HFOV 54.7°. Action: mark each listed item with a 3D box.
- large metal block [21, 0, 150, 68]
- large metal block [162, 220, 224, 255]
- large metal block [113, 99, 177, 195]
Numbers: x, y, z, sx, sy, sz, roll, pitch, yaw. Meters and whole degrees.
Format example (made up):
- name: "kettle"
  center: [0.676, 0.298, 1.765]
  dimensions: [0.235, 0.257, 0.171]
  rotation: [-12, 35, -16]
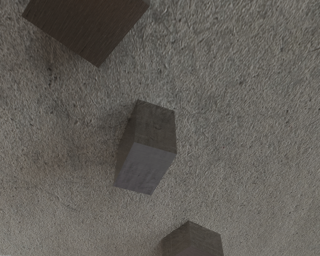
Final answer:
- name: "large metal block"
  center: [-0.066, -0.118, 0.289]
  dimensions: [0.080, 0.050, 0.080]
  rotation: [33, 123, -25]
- name: "large metal block"
  center: [0.061, 0.228, 0.586]
  dimensions: [0.080, 0.050, 0.080]
  rotation: [30, 124, -23]
- name: "large metal block"
  center: [-0.019, 0.024, 0.391]
  dimensions: [0.050, 0.080, 0.079]
  rotation: [17, 128, -14]
